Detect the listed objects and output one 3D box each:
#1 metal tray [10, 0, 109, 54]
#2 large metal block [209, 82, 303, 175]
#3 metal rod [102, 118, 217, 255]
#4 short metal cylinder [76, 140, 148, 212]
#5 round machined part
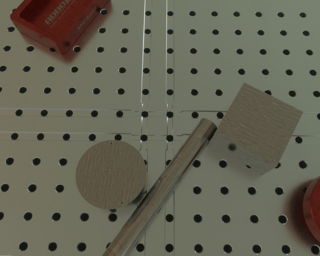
[{"bbox_3d":[-0.149,-0.187,0.476,0.090,0.030,0.130,29,72,10],"label":"metal tray"},{"bbox_3d":[0.121,0.001,0.399,0.080,0.050,0.080,29,73,10],"label":"large metal block"},{"bbox_3d":[-0.022,0.109,0.371,0.025,0.025,0.300,34,73,11],"label":"metal rod"},{"bbox_3d":[-0.056,0.060,0.376,0.081,0.050,0.080,0,70,0],"label":"short metal cylinder"},{"bbox_3d":[0.219,0.100,0.368,0.099,0.042,0.098,0,70,0],"label":"round machined part"}]
